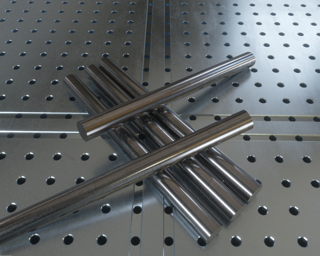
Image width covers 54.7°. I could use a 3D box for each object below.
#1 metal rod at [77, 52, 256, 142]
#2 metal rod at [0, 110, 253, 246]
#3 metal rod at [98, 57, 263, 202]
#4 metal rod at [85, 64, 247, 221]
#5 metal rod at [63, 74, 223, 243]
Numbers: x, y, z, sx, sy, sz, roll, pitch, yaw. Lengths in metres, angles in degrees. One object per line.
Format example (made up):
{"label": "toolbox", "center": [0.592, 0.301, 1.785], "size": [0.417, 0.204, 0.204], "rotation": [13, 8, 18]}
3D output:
{"label": "metal rod", "center": [0.029, -0.054, 0.427], "size": [0.302, 0.025, 0.025], "rotation": [-26, 55, -31]}
{"label": "metal rod", "center": [-0.034, 0.050, 0.338], "size": [0.302, 0.025, 0.025], "rotation": [-24, 54, -9]}
{"label": "metal rod", "center": [0.009, -0.014, 0.419], "size": [0.025, 0.025, 0.300], "rotation": [-33, 58, -25]}
{"label": "metal rod", "center": [-0.011, 0.002, 0.406], "size": [0.025, 0.025, 0.300], "rotation": [-32, 57, -24]}
{"label": "metal rod", "center": [-0.039, 0.019, 0.390], "size": [0.025, 0.025, 0.300], "rotation": [-32, 57, -24]}
